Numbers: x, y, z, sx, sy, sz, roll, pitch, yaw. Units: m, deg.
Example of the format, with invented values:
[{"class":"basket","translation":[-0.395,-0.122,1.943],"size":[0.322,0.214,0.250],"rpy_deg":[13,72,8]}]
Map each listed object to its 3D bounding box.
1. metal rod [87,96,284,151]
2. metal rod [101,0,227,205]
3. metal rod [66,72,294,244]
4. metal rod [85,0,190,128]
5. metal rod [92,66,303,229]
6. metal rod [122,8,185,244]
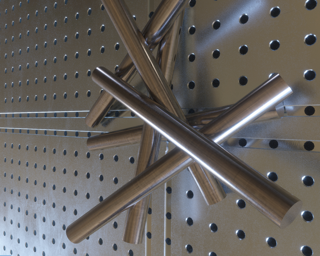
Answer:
[{"class":"metal rod","translation":[0.006,0.002,0.405],"size":[0.299,0.025,0.025],"rpy_deg":[-12,83,39]},{"class":"metal rod","translation":[-0.004,-0.050,0.360],"size":[0.025,0.025,0.299],"rpy_deg":[-29,87,36]},{"class":"metal rod","translation":[0.005,0.045,0.337],"size":[0.299,0.025,0.025],"rpy_deg":[-38,66,19]},{"class":"metal rod","translation":[-0.032,-0.091,0.404],"size":[0.299,0.025,0.025],"rpy_deg":[-46,62,41]},{"class":"metal rod","translation":[0.006,-0.005,0.323],"size":[0.300,0.025,0.025],"rpy_deg":[37,113,42]},{"class":"metal rod","translation":[-0.006,-0.011,0.384],"size":[0.025,0.025,0.299],"rpy_deg":[7,85,40]}]
